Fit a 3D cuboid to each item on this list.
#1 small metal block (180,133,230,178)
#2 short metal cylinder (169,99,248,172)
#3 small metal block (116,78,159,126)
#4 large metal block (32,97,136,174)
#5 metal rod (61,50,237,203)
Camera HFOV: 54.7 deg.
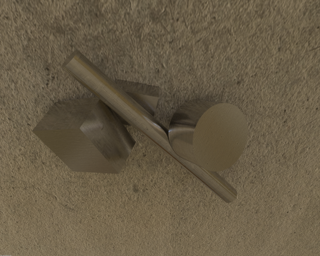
[{"bbox_3d":[0.063,0.040,0.445,0.050,0.025,0.050,19,128,-16],"label":"small metal block"},{"bbox_3d":[0.058,0.007,0.373,0.081,0.050,0.079,-6,103,-29],"label":"short metal cylinder"},{"bbox_3d":[-0.031,-0.029,0.384,0.050,0.025,0.050,9,130,-9],"label":"small metal block"},{"bbox_3d":[-0.090,0.011,0.379,0.080,0.050,0.080,-3,136,33],"label":"large metal block"},{"bbox_3d":[0.006,0.015,0.389,0.025,0.025,0.300,-34,123,25],"label":"metal rod"}]
